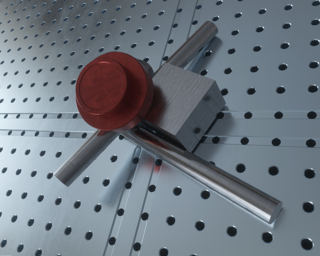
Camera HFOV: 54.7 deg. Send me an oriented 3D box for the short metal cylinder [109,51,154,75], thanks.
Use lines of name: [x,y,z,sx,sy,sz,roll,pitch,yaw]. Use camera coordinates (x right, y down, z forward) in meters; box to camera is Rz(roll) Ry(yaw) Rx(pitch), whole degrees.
short metal cylinder: [-0.053,-0.063,0.437,0.050,0.080,0.080,28,77,37]

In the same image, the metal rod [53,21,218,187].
metal rod: [-0.023,-0.042,0.420,0.025,0.025,0.301,31,71,37]

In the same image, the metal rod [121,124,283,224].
metal rod: [0.005,0.026,0.387,0.300,0.025,0.025,28,77,37]

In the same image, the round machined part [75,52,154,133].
round machined part: [-0.061,-0.045,0.371,0.098,0.042,0.097,-3,80,20]

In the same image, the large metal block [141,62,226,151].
large metal block: [0.022,-0.027,0.391,0.080,0.050,0.080,29,77,37]
